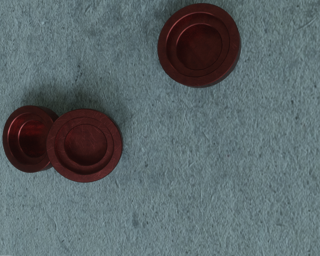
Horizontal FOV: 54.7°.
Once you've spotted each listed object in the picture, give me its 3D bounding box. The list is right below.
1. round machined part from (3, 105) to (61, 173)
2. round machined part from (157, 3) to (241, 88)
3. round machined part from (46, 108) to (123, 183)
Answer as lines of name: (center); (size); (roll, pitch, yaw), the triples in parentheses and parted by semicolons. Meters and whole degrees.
round machined part: (-0.181, 0.016, 0.464); (0.098, 0.042, 0.097); (0, 90, 20)
round machined part: (0.050, -0.098, 0.382); (0.098, 0.042, 0.097); (0, 90, 20)
round machined part: (-0.099, 0.022, 0.423); (0.099, 0.042, 0.097); (0, 94, -3)
